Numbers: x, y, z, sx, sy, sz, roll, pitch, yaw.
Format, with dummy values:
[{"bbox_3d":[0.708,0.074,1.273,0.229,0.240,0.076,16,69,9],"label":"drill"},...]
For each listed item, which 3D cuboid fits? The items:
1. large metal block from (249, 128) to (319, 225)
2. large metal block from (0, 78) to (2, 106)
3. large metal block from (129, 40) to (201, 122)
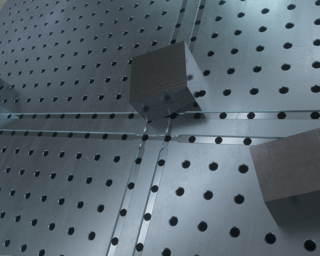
[{"bbox_3d":[0.133,0.045,0.276,0.080,0.080,0.050,-18,55,18],"label":"large metal block"},{"bbox_3d":[-0.377,-0.069,0.635,0.080,0.050,0.080,-27,52,11],"label":"large metal block"},{"bbox_3d":[0.007,-0.063,0.428,0.080,0.050,0.080,-14,56,21],"label":"large metal block"}]
